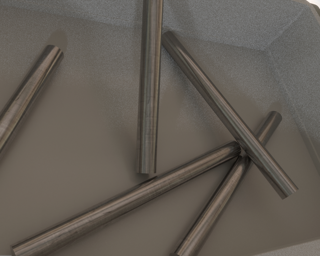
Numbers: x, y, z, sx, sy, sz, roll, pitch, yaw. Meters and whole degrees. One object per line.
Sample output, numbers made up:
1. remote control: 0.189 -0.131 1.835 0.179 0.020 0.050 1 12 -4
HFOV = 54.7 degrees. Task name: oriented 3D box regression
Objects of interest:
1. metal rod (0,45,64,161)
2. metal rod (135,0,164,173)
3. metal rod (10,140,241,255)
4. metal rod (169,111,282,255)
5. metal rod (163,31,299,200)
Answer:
1. metal rod: -0.165 0.022 0.302 0.025 0.025 0.300 25 53 -13
2. metal rod: -0.011 -0.096 0.377 0.025 0.025 0.298 4 86 -26
3. metal rod: -0.010 0.071 0.356 0.302 0.025 0.025 -20 73 -36
4. metal rod: 0.106 0.062 0.424 0.025 0.025 0.302 45 51 3
5. metal rod: 0.089 -0.031 0.450 0.025 0.025 0.299 -20 66 -35
